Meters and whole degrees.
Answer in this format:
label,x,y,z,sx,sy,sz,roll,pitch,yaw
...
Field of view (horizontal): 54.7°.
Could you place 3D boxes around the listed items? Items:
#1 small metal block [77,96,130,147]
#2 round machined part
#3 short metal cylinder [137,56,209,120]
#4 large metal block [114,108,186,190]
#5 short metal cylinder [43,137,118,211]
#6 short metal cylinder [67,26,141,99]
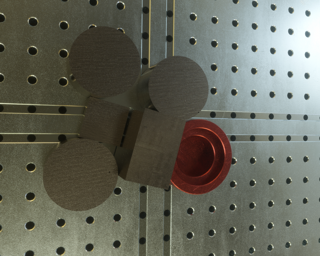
label,x,y,z,sx,sy,sz,roll,pitch,yaw
small metal block,-0.071,-0.007,0.386,0.050,0.025,0.050,16,85,-20
round machined part,0.044,0.037,0.420,0.099,0.042,0.097,0,90,-20
short metal cylinder,0.016,-0.049,0.405,0.081,0.050,0.080,0,90,-20
large metal block,-0.017,0.023,0.374,0.050,0.080,0.080,17,85,-19
short metal cylinder,-0.094,0.051,0.364,0.081,0.050,0.080,0,90,-20
short metal cylinder,-0.069,-0.075,0.373,0.081,0.050,0.080,0,90,-20
